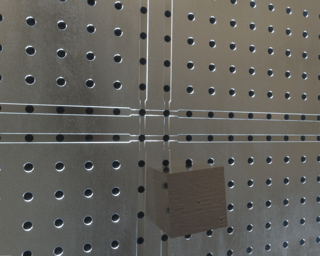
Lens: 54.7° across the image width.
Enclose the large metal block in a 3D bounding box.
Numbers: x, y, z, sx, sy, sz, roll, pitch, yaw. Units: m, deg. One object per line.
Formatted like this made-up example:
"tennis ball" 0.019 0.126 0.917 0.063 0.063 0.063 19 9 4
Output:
"large metal block" 0.040 0.093 0.416 0.081 0.050 0.079 -4 92 -20
